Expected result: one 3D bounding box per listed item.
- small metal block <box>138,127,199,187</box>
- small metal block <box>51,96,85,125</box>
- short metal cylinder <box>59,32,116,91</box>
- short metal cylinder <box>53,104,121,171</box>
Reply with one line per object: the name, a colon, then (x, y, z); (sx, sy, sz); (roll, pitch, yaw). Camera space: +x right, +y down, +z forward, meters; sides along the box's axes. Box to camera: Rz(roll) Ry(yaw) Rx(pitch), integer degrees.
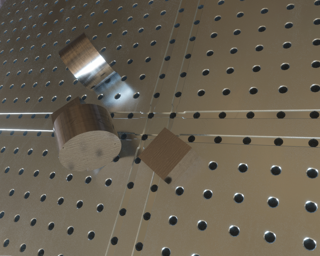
small metal block: (0.010, 0.035, 0.381); (0.050, 0.025, 0.050); (-48, 51, -6)
small metal block: (-0.125, -0.013, 0.466); (0.050, 0.050, 0.025); (-32, 52, 7)
short metal cylinder: (-0.115, -0.106, 0.499); (0.050, 0.080, 0.080); (-37, 51, 3)
short metal cylinder: (-0.098, 0.014, 0.416); (0.080, 0.080, 0.050); (-32, 52, 7)
